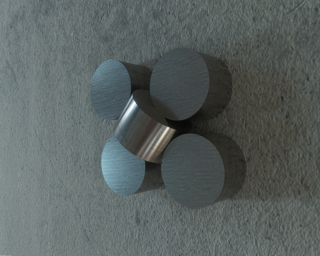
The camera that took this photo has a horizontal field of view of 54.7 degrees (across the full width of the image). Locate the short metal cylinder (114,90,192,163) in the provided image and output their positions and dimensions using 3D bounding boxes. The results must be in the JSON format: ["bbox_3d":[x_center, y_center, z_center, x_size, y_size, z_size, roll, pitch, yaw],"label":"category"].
[{"bbox_3d":[-0.009,-0.003,0.376,0.080,0.081,0.050,47,118,29],"label":"short metal cylinder"}]

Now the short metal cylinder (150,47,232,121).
[{"bbox_3d":[0.035,-0.048,0.357,0.080,0.050,0.079,0,90,39],"label":"short metal cylinder"}]

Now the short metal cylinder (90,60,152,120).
[{"bbox_3d":[-0.051,-0.051,0.429,0.080,0.050,0.079,0,90,39],"label":"short metal cylinder"}]

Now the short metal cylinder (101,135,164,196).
[{"bbox_3d":[-0.032,0.046,0.413,0.080,0.050,0.079,0,90,39],"label":"short metal cylinder"}]

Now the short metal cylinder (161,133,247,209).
[{"bbox_3d":[0.048,0.046,0.347,0.080,0.050,0.079,0,90,39],"label":"short metal cylinder"}]
